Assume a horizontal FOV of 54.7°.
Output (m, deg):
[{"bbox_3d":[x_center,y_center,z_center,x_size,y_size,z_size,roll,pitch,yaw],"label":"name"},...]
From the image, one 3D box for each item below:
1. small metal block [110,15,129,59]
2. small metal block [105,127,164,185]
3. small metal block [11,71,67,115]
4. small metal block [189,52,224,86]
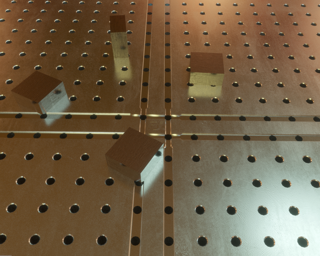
[{"bbox_3d":[-0.068,-0.153,0.519,0.025,0.050,0.050,-5,50,-5],"label":"small metal block"},{"bbox_3d":[-0.030,0.033,0.380,0.050,0.025,0.050,25,54,19],"label":"small metal block"},{"bbox_3d":[-0.174,-0.052,0.449,0.050,0.025,0.050,23,53,17],"label":"small metal block"},{"bbox_3d":[0.073,-0.093,0.487,0.050,0.025,0.050,3,50,2],"label":"small metal block"}]
